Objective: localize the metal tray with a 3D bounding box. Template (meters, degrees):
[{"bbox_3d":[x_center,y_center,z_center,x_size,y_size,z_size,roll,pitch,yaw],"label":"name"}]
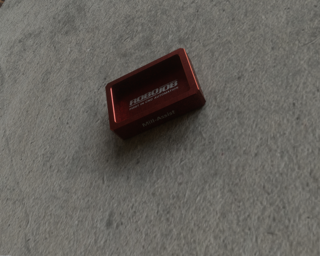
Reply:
[{"bbox_3d":[-0.011,-0.048,0.436,0.130,0.030,0.090,-23,53,14],"label":"metal tray"}]
